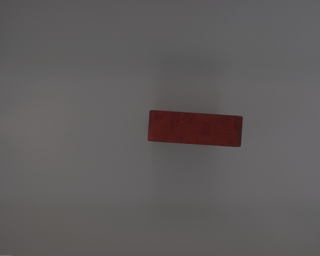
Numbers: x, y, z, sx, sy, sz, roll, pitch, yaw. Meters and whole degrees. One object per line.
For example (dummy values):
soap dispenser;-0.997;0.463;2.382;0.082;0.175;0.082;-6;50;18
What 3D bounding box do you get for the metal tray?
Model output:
metal tray;0.034;0.000;0.359;0.090;0.130;0.030;4;90;0
